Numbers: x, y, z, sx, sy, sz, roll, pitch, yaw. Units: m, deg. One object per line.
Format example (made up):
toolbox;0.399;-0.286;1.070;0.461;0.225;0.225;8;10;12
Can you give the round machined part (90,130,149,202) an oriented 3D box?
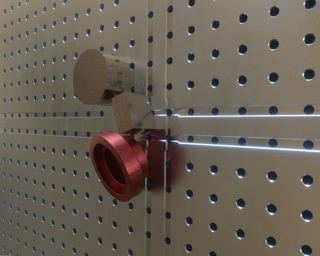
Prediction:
round machined part;-0.052;0.048;0.426;0.098;0.042;0.097;31;134;39

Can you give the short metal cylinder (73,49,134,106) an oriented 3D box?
short metal cylinder;-0.085;-0.073;0.464;0.080;0.050;0.079;0;90;40

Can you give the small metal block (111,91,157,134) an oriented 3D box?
small metal block;-0.035;-0.019;0.420;0.025;0.050;0.050;-22;76;32
